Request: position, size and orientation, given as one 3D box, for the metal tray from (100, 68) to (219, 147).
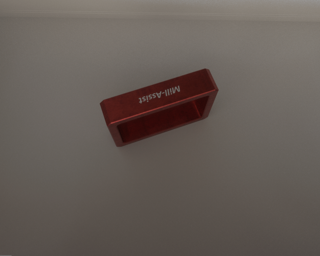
[{"bbox_3d":[0.000,-0.022,0.383,0.131,0.090,0.030,-18,71,-7],"label":"metal tray"}]
